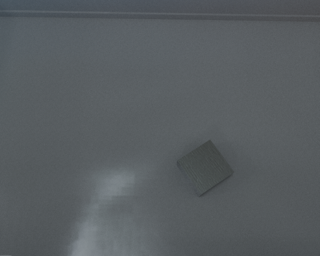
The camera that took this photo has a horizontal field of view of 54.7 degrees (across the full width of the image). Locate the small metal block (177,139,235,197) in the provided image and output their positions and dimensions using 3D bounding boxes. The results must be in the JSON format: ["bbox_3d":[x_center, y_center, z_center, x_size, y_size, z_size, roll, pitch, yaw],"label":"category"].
[{"bbox_3d":[0.056,0.051,0.392,0.050,0.025,0.050,-31,73,-11],"label":"small metal block"}]
